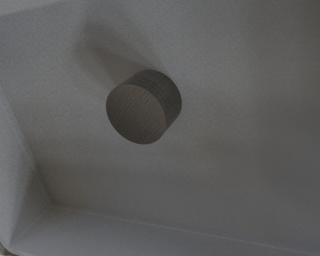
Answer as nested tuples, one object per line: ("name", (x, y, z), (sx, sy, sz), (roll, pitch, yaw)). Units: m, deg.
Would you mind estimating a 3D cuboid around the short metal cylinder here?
("short metal cylinder", (-0.019, -0.026, 0.387), (0.080, 0.050, 0.080), (13, 124, 21))
